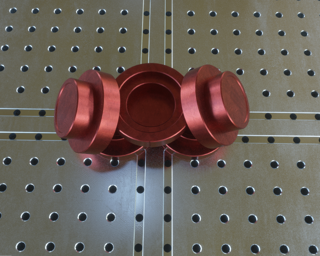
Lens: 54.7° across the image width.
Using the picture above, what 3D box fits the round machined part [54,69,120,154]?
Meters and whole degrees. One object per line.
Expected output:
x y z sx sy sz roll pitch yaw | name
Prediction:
-0.089 -0.020 0.355 0.042 0.098 0.098 10 65 -37 | round machined part

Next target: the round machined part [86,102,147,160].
-0.055 -0.010 0.405 0.099 0.042 0.098 0 70 -1 | round machined part

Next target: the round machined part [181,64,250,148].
0.070 -0.028 0.359 0.042 0.098 0.098 -16 65 37 | round machined part

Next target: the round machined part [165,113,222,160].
0.043 -0.010 0.407 0.099 0.042 0.098 0 70 -1 | round machined part

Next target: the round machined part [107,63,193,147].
-0.010 -0.024 0.365 0.099 0.042 0.098 0 70 -1 | round machined part
